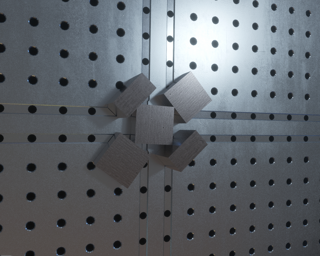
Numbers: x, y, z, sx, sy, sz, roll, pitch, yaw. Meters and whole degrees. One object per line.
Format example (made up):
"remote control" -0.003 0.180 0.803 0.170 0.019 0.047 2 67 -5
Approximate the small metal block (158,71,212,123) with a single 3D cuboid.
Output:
"small metal block" 0.034 -0.041 0.425 0.050 0.025 0.050 -42 103 -15

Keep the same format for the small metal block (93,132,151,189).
"small metal block" -0.049 0.040 0.394 0.050 0.025 0.050 40 77 -16

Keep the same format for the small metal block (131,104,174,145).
"small metal block" -0.010 -0.004 0.408 0.050 0.025 0.050 4 88 -19

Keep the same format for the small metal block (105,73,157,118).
"small metal block" -0.037 -0.039 0.385 0.025 0.050 0.050 46 77 -15

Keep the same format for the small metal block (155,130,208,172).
"small metal block" 0.027 0.028 0.409 0.050 0.050 0.025 -44 104 -15
